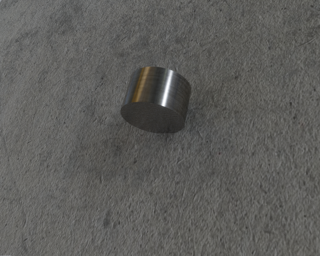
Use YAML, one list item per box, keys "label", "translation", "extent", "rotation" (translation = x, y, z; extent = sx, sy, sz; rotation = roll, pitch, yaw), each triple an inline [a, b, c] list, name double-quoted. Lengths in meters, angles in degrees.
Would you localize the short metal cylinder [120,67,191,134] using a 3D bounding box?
- label: "short metal cylinder"
  translation: [-0.004, -0.033, 0.392]
  extent: [0.080, 0.080, 0.050]
  rotation: [-1, 62, 27]
